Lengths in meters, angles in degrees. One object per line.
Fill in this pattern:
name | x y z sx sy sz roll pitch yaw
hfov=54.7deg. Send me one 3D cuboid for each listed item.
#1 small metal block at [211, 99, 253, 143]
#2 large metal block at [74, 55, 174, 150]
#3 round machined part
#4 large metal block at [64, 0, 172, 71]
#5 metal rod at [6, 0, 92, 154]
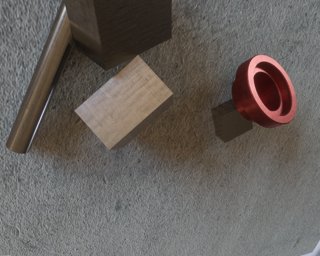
small metal block | 0.107 -0.013 0.457 0.050 0.025 0.050 -26 128 -12
large metal block | -0.032 -0.023 0.331 0.080 0.080 0.050 -42 87 0
round machined part | 0.136 -0.046 0.420 0.099 0.098 0.042 10 158 -33
large metal block | -0.036 -0.111 0.278 0.080 0.050 0.080 -34 145 -27
metal rod | -0.085 -0.105 0.295 0.025 0.025 0.298 17 109 -35
